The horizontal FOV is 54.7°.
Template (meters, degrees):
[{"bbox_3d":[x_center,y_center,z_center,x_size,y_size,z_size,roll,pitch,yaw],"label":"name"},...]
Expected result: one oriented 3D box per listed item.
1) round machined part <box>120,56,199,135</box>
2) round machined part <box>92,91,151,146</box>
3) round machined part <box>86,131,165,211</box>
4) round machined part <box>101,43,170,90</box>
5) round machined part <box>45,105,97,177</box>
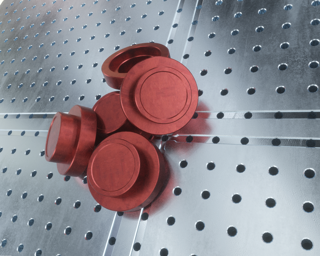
[{"bbox_3d":[0.001,-0.040,0.382,0.098,0.098,0.042,-47,10,-5],"label":"round machined part"},{"bbox_3d":[-0.059,-0.013,0.433,0.098,0.042,0.098,-13,56,20],"label":"round machined part"},{"bbox_3d":[-0.047,0.050,0.374,0.098,0.042,0.098,-6,71,20],"label":"round machined part"},{"bbox_3d":[-0.031,-0.082,0.447,0.098,0.042,0.098,-10,38,8],"label":"round machined part"},{"bbox_3d":[-0.125,0.015,0.421,0.098,0.042,0.098,-29,54,50],"label":"round machined part"}]
